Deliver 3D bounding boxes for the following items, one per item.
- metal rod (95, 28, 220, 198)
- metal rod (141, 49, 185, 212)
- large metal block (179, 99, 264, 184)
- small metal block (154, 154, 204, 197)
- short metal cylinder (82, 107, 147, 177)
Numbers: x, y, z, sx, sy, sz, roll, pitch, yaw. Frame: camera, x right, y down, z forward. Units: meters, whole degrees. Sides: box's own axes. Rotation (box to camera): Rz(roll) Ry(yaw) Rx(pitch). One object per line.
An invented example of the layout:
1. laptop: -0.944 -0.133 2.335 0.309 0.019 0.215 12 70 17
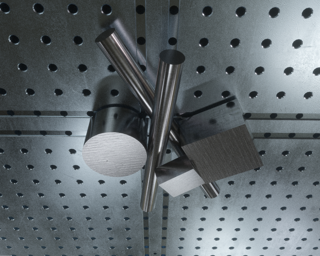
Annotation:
1. metal rod: 0.013 0.003 0.409 0.025 0.025 0.300 -22 127 18
2. metal rod: -0.004 0.030 0.407 0.025 0.025 0.298 5 138 -4
3. large metal block: 0.080 0.020 0.407 0.080 0.050 0.080 -21 127 17
4. small metal block: 0.028 0.065 0.421 0.050 0.025 0.050 -27 141 11
5. short metal cylinder: -0.057 0.019 0.406 0.081 0.050 0.079 -1 130 -1
